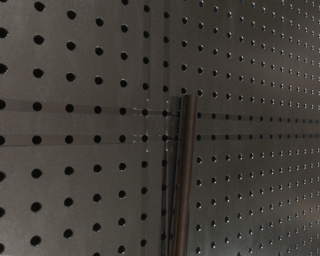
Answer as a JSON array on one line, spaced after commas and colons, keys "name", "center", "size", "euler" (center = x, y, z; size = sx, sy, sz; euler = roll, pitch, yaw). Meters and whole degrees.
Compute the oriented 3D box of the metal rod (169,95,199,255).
[{"name": "metal rod", "center": [0.031, 0.102, 0.437], "size": [0.025, 0.025, 0.298], "euler": [8, 85, -40]}]
